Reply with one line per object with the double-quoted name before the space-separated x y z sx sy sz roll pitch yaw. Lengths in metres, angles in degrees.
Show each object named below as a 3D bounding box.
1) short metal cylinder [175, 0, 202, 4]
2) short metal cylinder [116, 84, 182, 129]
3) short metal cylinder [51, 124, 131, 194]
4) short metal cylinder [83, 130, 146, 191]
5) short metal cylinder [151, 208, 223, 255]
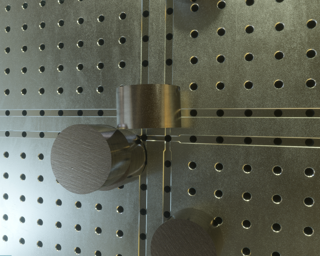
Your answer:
"short metal cylinder" 0.034 -0.205 0.387 0.080 0.050 0.079 0 90 19
"short metal cylinder" -0.014 -0.024 0.388 0.080 0.080 0.050 -2 90 19
"short metal cylinder" -0.082 0.035 0.374 0.080 0.050 0.079 0 90 19
"short metal cylinder" -0.066 0.041 0.421 0.080 0.050 0.079 0 90 19
"short metal cylinder" 0.035 0.146 0.386 0.080 0.050 0.079 0 90 19
